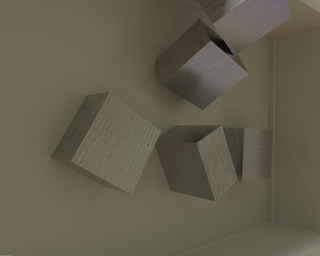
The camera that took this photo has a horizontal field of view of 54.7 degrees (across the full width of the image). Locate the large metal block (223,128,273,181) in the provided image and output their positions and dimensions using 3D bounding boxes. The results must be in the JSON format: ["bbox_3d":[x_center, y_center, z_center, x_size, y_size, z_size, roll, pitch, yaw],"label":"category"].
[{"bbox_3d":[0.140,0.042,0.511,0.081,0.050,0.080,5,87,-40],"label":"large metal block"}]

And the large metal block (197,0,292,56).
[{"bbox_3d":[0.099,-0.144,0.367,0.080,0.080,0.050,26,35,-57],"label":"large metal block"}]

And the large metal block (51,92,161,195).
[{"bbox_3d":[-0.057,0.017,0.344,0.080,0.050,0.080,38,67,-34],"label":"large metal block"}]

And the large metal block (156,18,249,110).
[{"bbox_3d":[0.054,-0.081,0.409,0.080,0.080,0.050,28,35,-37],"label":"large metal block"}]

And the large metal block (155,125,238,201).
[{"bbox_3d":[0.046,0.043,0.412,0.050,0.080,0.080,-31,110,-36],"label":"large metal block"}]
